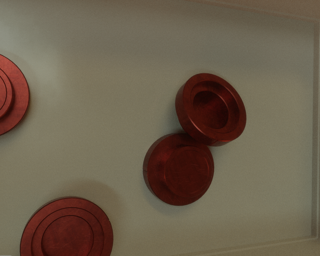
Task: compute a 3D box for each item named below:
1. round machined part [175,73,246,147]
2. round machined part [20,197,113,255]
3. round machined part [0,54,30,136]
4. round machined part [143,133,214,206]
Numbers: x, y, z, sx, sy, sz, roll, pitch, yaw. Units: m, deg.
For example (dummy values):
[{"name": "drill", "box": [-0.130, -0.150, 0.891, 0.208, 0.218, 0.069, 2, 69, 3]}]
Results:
[{"name": "round machined part", "box": [0.063, -0.021, 0.414, 0.099, 0.042, 0.098, 12, 62, -23]}, {"name": "round machined part", "box": [-0.107, 0.128, 0.358, 0.099, 0.042, 0.097, 3, 81, -21]}, {"name": "round machined part", "box": [-0.193, -0.036, 0.330, 0.099, 0.042, 0.097, 0, 90, -21]}, {"name": "round machined part", "box": [0.030, 0.056, 0.414, 0.099, 0.042, 0.097, 0, 90, -21]}]
